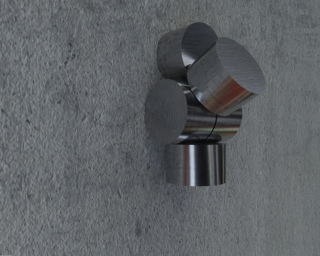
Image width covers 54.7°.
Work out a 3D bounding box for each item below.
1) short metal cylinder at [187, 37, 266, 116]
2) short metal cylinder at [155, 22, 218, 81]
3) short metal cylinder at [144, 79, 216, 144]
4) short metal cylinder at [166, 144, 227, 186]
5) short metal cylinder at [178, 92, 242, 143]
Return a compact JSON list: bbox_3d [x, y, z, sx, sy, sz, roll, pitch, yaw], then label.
[{"bbox_3d":[0.080,-0.061,0.373,0.080,0.050,0.080,22,49,-28],"label":"short metal cylinder"},{"bbox_3d":[0.041,-0.099,0.427,0.081,0.050,0.079,0,90,-40],"label":"short metal cylinder"},{"bbox_3d":[0.024,-0.020,0.393,0.050,0.080,0.079,1,90,-41],"label":"short metal cylinder"},{"bbox_3d":[0.048,0.045,0.413,0.081,0.080,0.050,0,90,-40],"label":"short metal cylinder"},{"bbox_3d":[0.065,-0.019,0.426,0.050,0.080,0.079,0,90,-40],"label":"short metal cylinder"}]
